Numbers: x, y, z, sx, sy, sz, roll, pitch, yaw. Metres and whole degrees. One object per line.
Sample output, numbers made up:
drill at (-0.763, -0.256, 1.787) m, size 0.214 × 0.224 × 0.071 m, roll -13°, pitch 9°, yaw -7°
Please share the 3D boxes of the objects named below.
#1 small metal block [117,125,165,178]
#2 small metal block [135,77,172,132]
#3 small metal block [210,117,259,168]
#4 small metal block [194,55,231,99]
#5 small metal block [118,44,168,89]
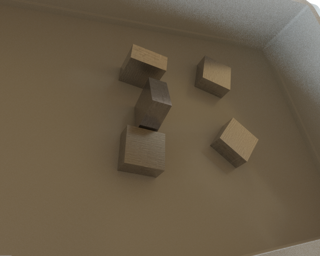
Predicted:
small metal block at (-0.022, 0.029, 0.376) m, size 0.050 × 0.025 × 0.050 m, roll 14°, pitch 56°, yaw -21°
small metal block at (-0.010, -0.028, 0.392) m, size 0.025 × 0.050 × 0.050 m, roll 15°, pitch 37°, yaw -20°
small metal block at (0.109, 0.021, 0.451) m, size 0.050 × 0.025 × 0.050 m, roll 41°, pitch 51°, yaw 0°
small metal block at (0.086, -0.083, 0.502) m, size 0.050 × 0.025 × 0.050 m, roll 22°, pitch 54°, yaw -15°
small metal block at (-0.024, -0.081, 0.426) m, size 0.050 × 0.050 × 0.025 m, roll 17°, pitch 55°, yaw -18°
